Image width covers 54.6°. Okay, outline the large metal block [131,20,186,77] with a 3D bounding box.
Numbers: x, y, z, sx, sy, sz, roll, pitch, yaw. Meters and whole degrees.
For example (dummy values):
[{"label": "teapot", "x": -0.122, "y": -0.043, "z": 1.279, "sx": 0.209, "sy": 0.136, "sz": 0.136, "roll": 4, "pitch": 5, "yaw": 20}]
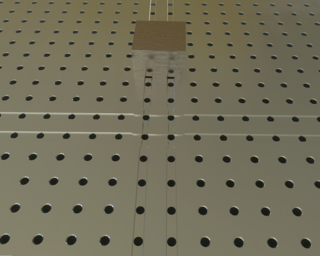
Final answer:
[{"label": "large metal block", "x": 0.000, "y": -0.128, "z": 0.500, "sx": 0.080, "sy": 0.050, "sz": 0.080, "roll": 2, "pitch": 50, "yaw": 2}]
